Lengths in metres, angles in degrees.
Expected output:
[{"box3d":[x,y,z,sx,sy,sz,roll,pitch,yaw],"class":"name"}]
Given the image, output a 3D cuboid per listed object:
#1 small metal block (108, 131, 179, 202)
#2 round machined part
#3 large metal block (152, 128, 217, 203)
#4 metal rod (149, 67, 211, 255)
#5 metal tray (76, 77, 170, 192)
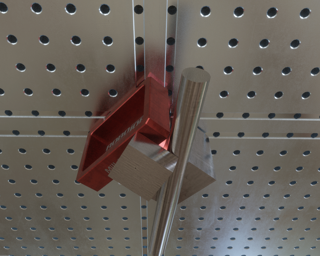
[{"box3d":[-0.017,0.040,0.317,0.050,0.025,0.050,33,123,-3],"class":"small metal block"},{"box3d":[-0.022,0.027,0.392,0.042,0.098,0.098,35,122,-26],"class":"round machined part"},{"box3d":[0.022,0.047,0.412,0.050,0.080,0.080,36,121,-27],"class":"large metal block"},{"box3d":[0.013,0.066,0.363,0.025,0.025,0.298,5,130,-5],"class":"metal rod"},{"box3d":[-0.045,0.008,0.375,0.030,0.090,0.130,36,121,-27],"class":"metal tray"}]
